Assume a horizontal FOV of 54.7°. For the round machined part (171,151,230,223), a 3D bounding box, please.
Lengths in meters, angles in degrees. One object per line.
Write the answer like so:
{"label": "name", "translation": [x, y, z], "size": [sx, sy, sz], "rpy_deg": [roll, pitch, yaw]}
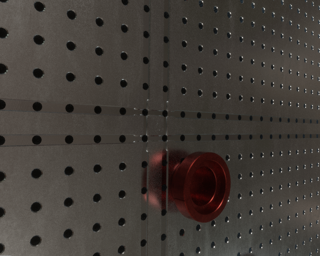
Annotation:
{"label": "round machined part", "translation": [0.055, 0.082, 0.447], "size": [0.099, 0.042, 0.097], "rpy_deg": [0, 90, -40]}
